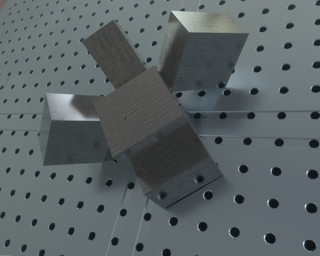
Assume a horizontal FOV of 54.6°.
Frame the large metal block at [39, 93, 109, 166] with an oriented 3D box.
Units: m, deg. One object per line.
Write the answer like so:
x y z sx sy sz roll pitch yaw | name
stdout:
-0.111 0.003 0.411 0.050 0.081 0.080 62 140 39 | large metal block

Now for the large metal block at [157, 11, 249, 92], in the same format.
0.050 -0.094 0.385 0.081 0.080 0.050 -7 47 -24 | large metal block

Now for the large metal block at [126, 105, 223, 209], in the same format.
0.014 0.034 0.364 0.080 0.050 0.080 -31 50 7 | large metal block

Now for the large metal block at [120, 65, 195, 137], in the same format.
-0.013 -0.023 0.415 0.080 0.050 0.080 -33 51 6 | large metal block

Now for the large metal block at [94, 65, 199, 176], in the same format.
-0.016 -0.008 0.341 0.080 0.050 0.080 -32 52 6 | large metal block

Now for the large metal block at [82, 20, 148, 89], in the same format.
-0.059 -0.104 0.449 0.050 0.080 0.080 -33 12 7 | large metal block
